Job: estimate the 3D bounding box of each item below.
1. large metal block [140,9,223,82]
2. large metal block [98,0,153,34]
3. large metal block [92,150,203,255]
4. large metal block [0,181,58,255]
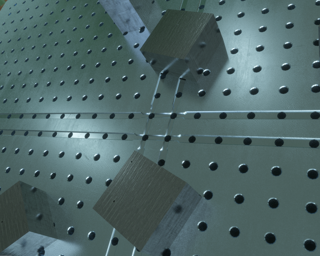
[{"bbox_3d":[0.032,-0.122,0.451,0.080,0.050,0.080,22,73,36],"label":"large metal block"},{"bbox_3d":[-0.056,-0.228,0.544,0.050,0.080,0.080,-4,60,26],"label":"large metal block"},{"bbox_3d":[-0.014,0.084,0.349,0.080,0.050,0.080,27,77,37],"label":"large metal block"},{"bbox_3d":[-0.194,0.132,0.415,0.080,0.050,0.080,-37,51,4],"label":"large metal block"}]
